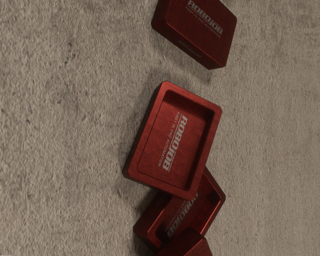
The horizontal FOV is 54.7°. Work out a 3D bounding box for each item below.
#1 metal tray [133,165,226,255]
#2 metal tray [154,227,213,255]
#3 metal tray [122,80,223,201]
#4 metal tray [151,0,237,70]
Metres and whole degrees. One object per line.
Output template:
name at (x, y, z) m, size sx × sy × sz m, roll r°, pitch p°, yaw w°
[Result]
metal tray at (0.033, 0.117, 0.431) m, size 0.130 × 0.030 × 0.090 m, roll -50°, pitch 120°, yaw -28°
metal tray at (0.033, 0.203, 0.405) m, size 0.091 × 0.030 × 0.129 m, roll -35°, pitch 123°, yaw -22°
metal tray at (0.018, 0.016, 0.395) m, size 0.090 × 0.030 × 0.130 m, roll 24°, pitch 73°, yaw -13°
metal tray at (0.055, -0.154, 0.449) m, size 0.131 × 0.030 × 0.090 m, roll 26°, pitch 74°, yaw -37°
